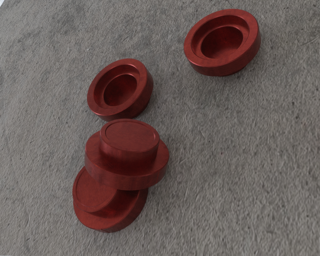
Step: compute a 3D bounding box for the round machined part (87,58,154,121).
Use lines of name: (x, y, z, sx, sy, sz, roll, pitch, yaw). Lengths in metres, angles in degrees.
round machined part: (-0.053, -0.050, 0.452, 0.098, 0.042, 0.098, -13, 56, 21)

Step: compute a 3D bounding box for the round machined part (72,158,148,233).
round machined part: (-0.068, 0.075, 0.382, 0.098, 0.042, 0.098, -13, 56, 21)

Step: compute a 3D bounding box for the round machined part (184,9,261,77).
round machined part: (0.085, -0.108, 0.415, 0.098, 0.042, 0.098, -13, 56, 21)

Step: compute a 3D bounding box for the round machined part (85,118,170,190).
round machined part: (-0.037, 0.024, 0.363, 0.099, 0.042, 0.098, 9, 31, -5)
